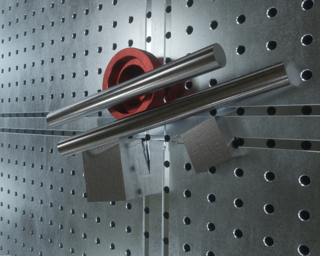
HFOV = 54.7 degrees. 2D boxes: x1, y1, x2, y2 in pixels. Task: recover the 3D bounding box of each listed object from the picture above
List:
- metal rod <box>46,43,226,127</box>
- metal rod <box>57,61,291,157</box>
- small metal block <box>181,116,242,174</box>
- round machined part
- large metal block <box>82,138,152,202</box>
[{"bbox_3d":[-0.055,-0.042,0.397,0.300,0.025,0.025,-14,81,38],"label":"metal rod"},{"bbox_3d":[-0.004,-0.013,0.370,0.300,0.025,0.025,-18,79,25],"label":"metal rod"},{"bbox_3d":[0.059,0.020,0.360,0.050,0.025,0.050,-33,70,35],"label":"small metal block"},{"bbox_3d":[-0.030,-0.056,0.421,0.098,0.042,0.097,0,90,39],"label":"round machined part"},{"bbox_3d":[-0.063,0.060,0.443,0.080,0.050,0.080,-13,82,39],"label":"large metal block"}]
